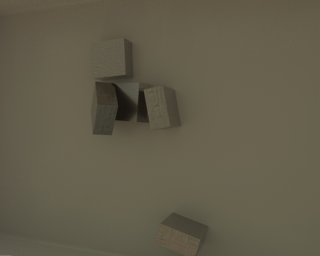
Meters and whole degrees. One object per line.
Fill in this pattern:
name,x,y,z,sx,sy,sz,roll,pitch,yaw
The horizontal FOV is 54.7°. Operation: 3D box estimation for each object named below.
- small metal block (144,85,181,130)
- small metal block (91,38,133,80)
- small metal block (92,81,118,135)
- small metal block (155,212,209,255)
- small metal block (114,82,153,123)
small metal block,0.004,-0.025,0.395,0.025,0.050,0.050,-11,86,19
small metal block,-0.066,-0.095,0.433,0.050,0.025,0.050,-3,89,19
small metal block,-0.075,-0.026,0.412,0.050,0.025,0.050,-107,28,-45
small metal block,0.029,0.133,0.387,0.050,0.050,0.025,17,96,19
small metal block,-0.037,-0.034,0.413,0.050,0.025,0.050,5,92,42
